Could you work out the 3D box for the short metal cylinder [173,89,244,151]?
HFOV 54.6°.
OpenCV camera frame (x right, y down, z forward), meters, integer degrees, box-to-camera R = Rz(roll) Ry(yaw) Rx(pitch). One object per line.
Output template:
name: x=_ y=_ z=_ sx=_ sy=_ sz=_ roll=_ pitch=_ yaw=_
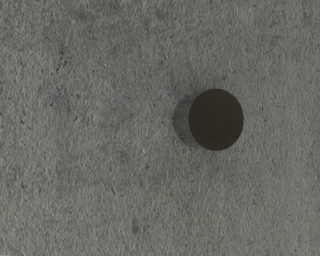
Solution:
short metal cylinder: x=0.064 y=-0.011 z=0.419 sx=0.081 sy=0.050 sz=0.080 roll=0 pitch=90 yaw=-20
